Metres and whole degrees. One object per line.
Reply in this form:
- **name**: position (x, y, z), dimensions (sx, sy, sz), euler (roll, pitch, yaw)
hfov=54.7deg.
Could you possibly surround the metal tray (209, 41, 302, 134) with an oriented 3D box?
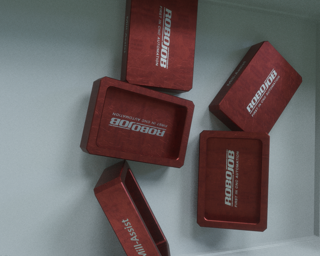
- **metal tray**: position (0.144, -0.051, 0.461), dimensions (0.090, 0.030, 0.130), euler (40, 77, -16)

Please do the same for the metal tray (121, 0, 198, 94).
- **metal tray**: position (0.000, -0.115, 0.407), dimensions (0.091, 0.030, 0.129), euler (4, 89, -20)

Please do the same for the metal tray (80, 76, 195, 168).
- **metal tray**: position (-0.025, -0.004, 0.388), dimensions (0.131, 0.030, 0.090), euler (13, 86, -28)

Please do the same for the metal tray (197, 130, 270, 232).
- **metal tray**: position (0.098, 0.069, 0.421), dimensions (0.090, 0.030, 0.129), euler (2, 90, 9)

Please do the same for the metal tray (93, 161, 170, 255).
- **metal tray**: position (-0.028, 0.108, 0.360), dimensions (0.030, 0.090, 0.129), euler (-26, 97, 1)
